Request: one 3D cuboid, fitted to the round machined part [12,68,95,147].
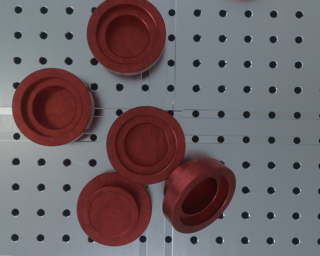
[{"bbox_3d":[-0.134,-0.026,0.404,0.099,0.042,0.097,0,90,0],"label":"round machined part"}]

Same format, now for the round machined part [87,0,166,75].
[{"bbox_3d":[-0.042,-0.117,0.405,0.099,0.042,0.097,0,90,0],"label":"round machined part"}]

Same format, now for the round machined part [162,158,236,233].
[{"bbox_3d":[0.044,0.079,0.388,0.099,0.042,0.097,-18,125,-27],"label":"round machined part"}]

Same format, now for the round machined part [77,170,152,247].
[{"bbox_3d":[-0.060,0.107,0.405,0.099,0.042,0.097,0,90,0],"label":"round machined part"}]

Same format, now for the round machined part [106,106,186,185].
[{"bbox_3d":[-0.017,0.022,0.404,0.099,0.042,0.097,0,89,-1],"label":"round machined part"}]
